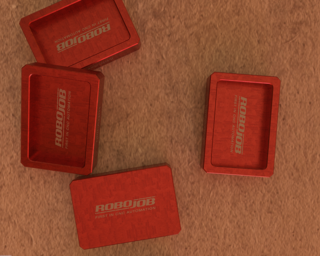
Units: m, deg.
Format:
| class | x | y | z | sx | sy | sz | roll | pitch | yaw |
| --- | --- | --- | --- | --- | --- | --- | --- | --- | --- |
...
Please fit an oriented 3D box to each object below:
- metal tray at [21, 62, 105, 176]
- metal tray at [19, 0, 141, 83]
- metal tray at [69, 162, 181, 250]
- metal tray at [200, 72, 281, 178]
| class | x | y | z | sx | sy | sz | roll | pitch | yaw |
| --- | --- | --- | --- | --- | --- | --- | --- | --- | --- |
| metal tray | -0.122 | -0.010 | 0.387 | 0.091 | 0.030 | 0.129 | 8 | 107 | -1 |
| metal tray | -0.102 | -0.123 | 0.405 | 0.131 | 0.030 | 0.090 | -25 | 90 | -1 |
| metal tray | -0.044 | 0.101 | 0.407 | 0.131 | 0.030 | 0.089 | -9 | 90 | -1 |
| metal tray | 0.104 | -0.004 | 0.408 | 0.091 | 0.030 | 0.129 | 4 | 90 | -1 |
